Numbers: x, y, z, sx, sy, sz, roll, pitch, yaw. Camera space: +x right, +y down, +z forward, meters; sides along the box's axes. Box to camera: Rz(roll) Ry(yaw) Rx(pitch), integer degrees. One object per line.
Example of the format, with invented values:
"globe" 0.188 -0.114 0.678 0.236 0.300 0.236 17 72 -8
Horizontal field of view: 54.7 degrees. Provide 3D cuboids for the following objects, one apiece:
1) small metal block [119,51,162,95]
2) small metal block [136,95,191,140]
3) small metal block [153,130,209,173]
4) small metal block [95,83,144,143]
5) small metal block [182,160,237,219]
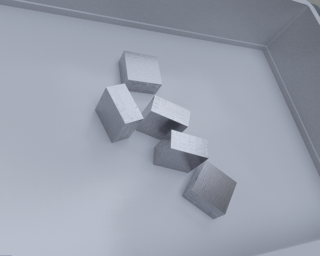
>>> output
"small metal block" -0.028 -0.078 0.438 0.050 0.025 0.050 4 60 -26
"small metal block" 0.004 -0.009 0.397 0.050 0.050 0.025 23 54 -15
"small metal block" 0.025 0.030 0.384 0.050 0.050 0.025 16 55 -19
"small metal block" -0.050 -0.017 0.373 0.025 0.050 0.050 -18 72 -35
"small metal block" 0.063 0.078 0.392 0.050 0.025 0.050 37 51 -4
